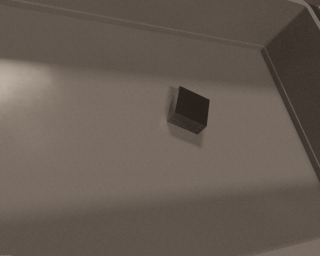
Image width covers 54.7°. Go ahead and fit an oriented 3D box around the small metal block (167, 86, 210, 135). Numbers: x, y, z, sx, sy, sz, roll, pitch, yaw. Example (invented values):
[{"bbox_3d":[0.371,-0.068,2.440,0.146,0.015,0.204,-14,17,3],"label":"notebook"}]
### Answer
[{"bbox_3d":[0.041,-0.025,0.445,0.050,0.025,0.050,23,53,-15],"label":"small metal block"}]
